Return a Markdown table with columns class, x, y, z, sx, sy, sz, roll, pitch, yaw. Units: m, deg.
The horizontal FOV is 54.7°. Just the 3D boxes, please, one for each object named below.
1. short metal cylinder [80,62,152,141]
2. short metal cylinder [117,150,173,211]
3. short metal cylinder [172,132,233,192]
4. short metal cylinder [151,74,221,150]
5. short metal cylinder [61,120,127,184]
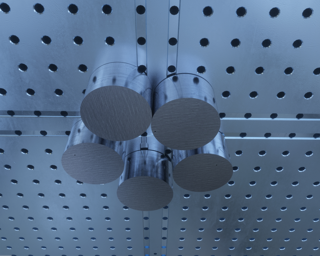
| class | x | y | z | sx | sy | sz | roll | pitch | yaw |
| --- | --- | --- | --- | --- | --- | --- | --- | --- | --- |
| short metal cylinder | -0.049 | -0.030 | 0.368 | 0.081 | 0.050 | 0.079 | -1 | 130 | 0 |
| short metal cylinder | -0.021 | 0.079 | 0.461 | 0.081 | 0.050 | 0.079 | 0 | 130 | 0 |
| short metal cylinder | 0.057 | 0.045 | 0.433 | 0.081 | 0.050 | 0.079 | 0 | 132 | 0 |
| short metal cylinder | 0.030 | -0.019 | 0.378 | 0.081 | 0.050 | 0.079 | 0 | 131 | 0 |
| short metal cylinder | -0.087 | 0.032 | 0.421 | 0.081 | 0.050 | 0.079 | 0 | 131 | 0 |
